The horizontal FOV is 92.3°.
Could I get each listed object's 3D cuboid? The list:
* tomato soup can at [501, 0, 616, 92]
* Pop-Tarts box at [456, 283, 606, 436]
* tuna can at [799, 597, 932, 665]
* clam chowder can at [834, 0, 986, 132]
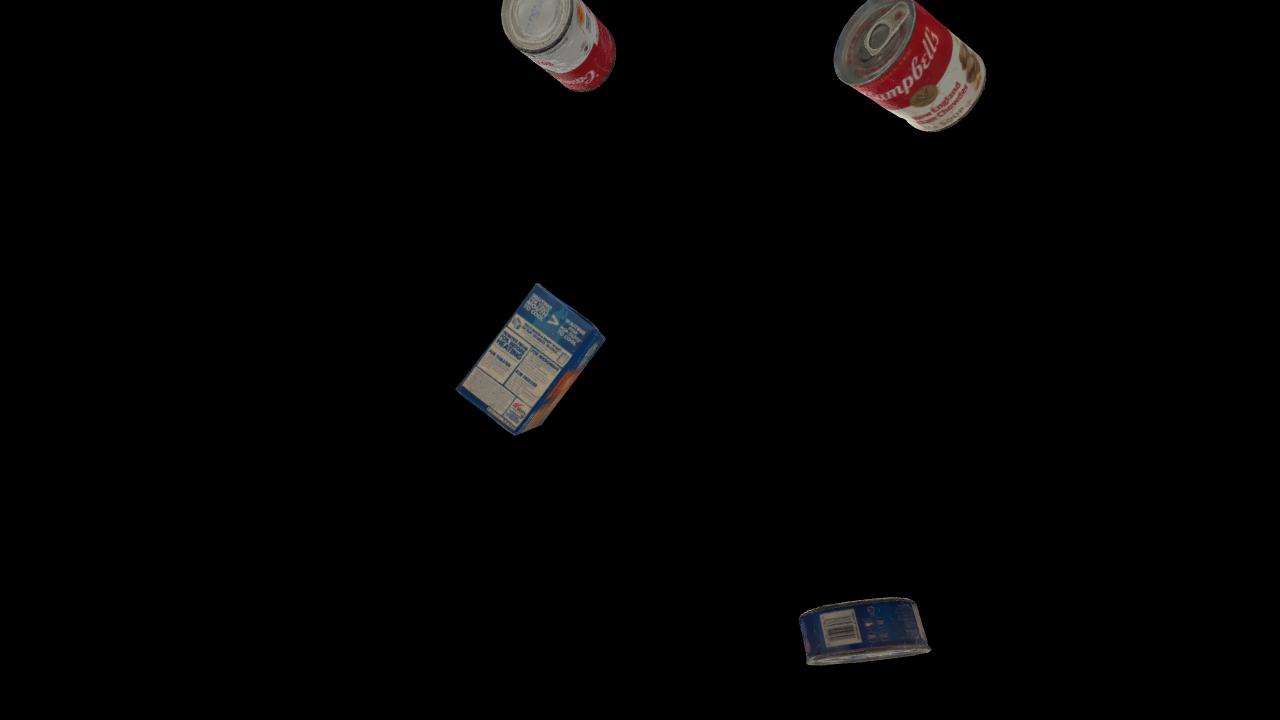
[{"bbox_3d":[-0.070,-0.291,0.550,0.068,0.068,0.101,0,4,18],"label":"tomato soup can"},{"bbox_3d":[-0.115,0.002,0.706,0.083,0.141,0.167,37,-2,1],"label":"Pop-Tarts box"},{"bbox_3d":[0.156,0.193,0.435,0.084,0.034,0.084,-4,-31,-3],"label":"tuna can"},{"bbox_3d":[0.209,-0.226,0.474,0.102,0.068,0.068,10,-6,-34],"label":"clam chowder can"}]
